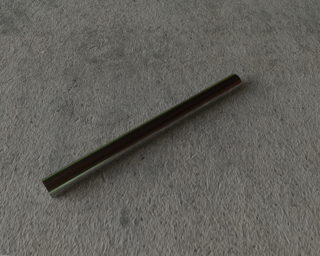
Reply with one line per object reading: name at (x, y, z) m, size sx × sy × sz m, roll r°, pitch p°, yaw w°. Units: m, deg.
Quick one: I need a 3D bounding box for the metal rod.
metal rod at (-0.006, -0.001, 0.406) m, size 0.302 × 0.025 × 0.025 m, roll -30°, pitch 57°, yaw -23°
